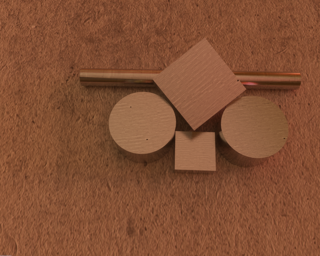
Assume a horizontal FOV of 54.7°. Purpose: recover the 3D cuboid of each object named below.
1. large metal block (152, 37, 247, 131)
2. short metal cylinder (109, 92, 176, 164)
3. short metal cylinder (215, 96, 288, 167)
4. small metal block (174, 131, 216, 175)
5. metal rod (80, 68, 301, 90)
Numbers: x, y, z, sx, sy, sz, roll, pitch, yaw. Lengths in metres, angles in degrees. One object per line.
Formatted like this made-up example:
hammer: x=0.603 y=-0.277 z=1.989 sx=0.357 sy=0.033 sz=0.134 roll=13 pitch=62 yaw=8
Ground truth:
large metal block: x=0.048 y=-0.053 z=0.397 sx=0.080 sy=0.050 sz=0.080 roll=-39 pitch=91 yaw=1
short metal cylinder: x=-0.021 y=0.001 z=0.395 sx=0.081 sy=0.050 sz=0.080 roll=0 pitch=70 yaw=0
short metal cylinder: x=0.113 y=0.006 z=0.394 sx=0.081 sy=0.050 sz=0.080 roll=0 pitch=70 yaw=0
small metal block: x=0.044 y=0.032 z=0.398 sx=0.050 sy=0.025 sz=0.050 roll=2 pitch=70 yaw=0
metal rod: x=0.042 y=-0.069 z=0.434 sx=0.302 sy=0.025 sz=0.025 roll=1 pitch=70 yaw=0
